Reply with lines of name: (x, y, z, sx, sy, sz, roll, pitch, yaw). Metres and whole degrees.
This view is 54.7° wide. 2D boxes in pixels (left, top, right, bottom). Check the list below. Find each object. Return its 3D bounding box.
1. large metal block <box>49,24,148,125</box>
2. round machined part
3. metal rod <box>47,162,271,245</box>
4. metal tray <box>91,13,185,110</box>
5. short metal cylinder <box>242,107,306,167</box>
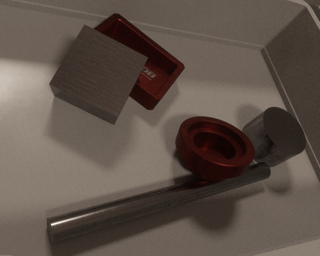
large metal block: (-0.071, -0.060, 0.368, 0.080, 0.050, 0.080, 27, 76, -7)
round machined part: (0.067, 0.030, 0.399, 0.099, 0.042, 0.098, 12, 34, -8)
metal rod: (0.024, 0.079, 0.371, 0.303, 0.025, 0.025, -8, 66, -32)
metal tray: (-0.038, -0.096, 0.441, 0.130, 0.030, 0.090, 37, 51, -4)
short metal cylinder: (0.174, 0.014, 0.478, 0.081, 0.050, 0.080, 14, 56, -21)
